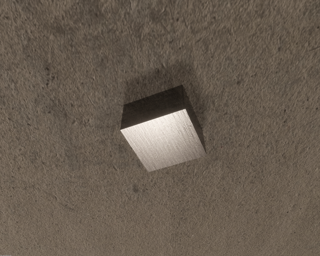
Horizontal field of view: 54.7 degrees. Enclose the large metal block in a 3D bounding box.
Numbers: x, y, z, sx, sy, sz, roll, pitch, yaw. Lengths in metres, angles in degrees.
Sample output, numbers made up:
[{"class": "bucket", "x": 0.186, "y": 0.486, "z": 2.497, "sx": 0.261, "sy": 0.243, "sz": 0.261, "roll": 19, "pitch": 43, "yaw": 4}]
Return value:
[{"class": "large metal block", "x": 0.006, "y": 0.002, "z": 0.393, "sx": 0.080, "sy": 0.050, "sz": 0.080, "roll": -18, "pitch": 128, "yaw": 14}]
